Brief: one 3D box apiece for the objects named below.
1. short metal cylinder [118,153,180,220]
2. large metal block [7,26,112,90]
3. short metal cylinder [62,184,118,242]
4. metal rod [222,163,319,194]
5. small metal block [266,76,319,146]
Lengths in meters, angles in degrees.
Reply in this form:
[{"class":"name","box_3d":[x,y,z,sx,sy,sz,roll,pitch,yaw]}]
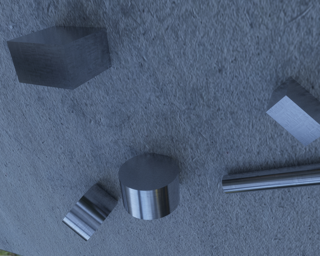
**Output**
[{"class":"short metal cylinder","box_3d":[-0.014,0.078,0.426,0.080,0.080,0.050,10,123,23]},{"class":"large metal block","box_3d":[-0.118,-0.089,0.376,0.080,0.080,0.050,10,123,22]},{"class":"short metal cylinder","box_3d":[-0.115,0.139,0.516,0.050,0.080,0.080,40,129,1]},{"class":"metal rod","box_3d":[0.209,0.044,0.323,0.300,0.025,0.025,-14,111,33]},{"class":"small metal block","box_3d":[0.137,-0.018,0.307,0.050,0.050,0.025,41,129,0]}]
